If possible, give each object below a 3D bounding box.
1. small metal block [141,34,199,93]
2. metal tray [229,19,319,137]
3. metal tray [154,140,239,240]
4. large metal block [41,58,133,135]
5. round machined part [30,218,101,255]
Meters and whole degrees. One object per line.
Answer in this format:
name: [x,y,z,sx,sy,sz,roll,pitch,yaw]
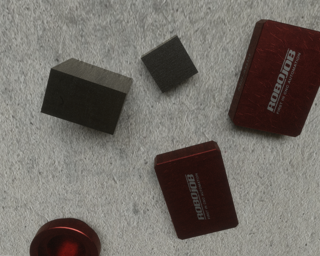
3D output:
small metal block: [0.012,-0.079,0.381,0.050,0.025,0.050,-30,108,10]
metal tray: [0.148,-0.060,0.386,0.091,0.030,0.129,11,110,-5]
metal tray: [0.053,0.090,0.441,0.090,0.030,0.129,-16,110,5]
large metal block: [-0.081,-0.040,0.365,0.080,0.080,0.050,18,109,-7]
round machined part: [-0.138,0.175,0.464,0.099,0.042,0.097,0,110,0]
